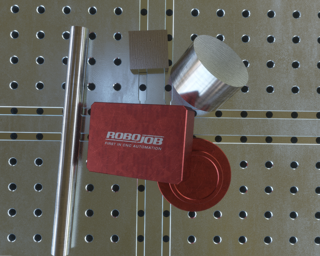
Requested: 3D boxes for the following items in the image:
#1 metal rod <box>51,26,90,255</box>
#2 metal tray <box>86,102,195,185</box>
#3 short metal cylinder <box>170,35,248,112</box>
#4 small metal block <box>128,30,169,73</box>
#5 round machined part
[{"bbox_3d":[-0.119,0.017,0.411,0.025,0.025,0.298,5,90,-1],"label":"metal rod"},{"bbox_3d":[-0.026,0.015,0.385,0.130,0.030,0.089,4,90,23],"label":"metal tray"},{"bbox_3d":[0.060,-0.067,0.381,0.080,0.080,0.050,43,133,0],"label":"short metal cylinder"},{"bbox_3d":[-0.015,-0.102,0.413,0.050,0.025,0.050,-2,90,-1],"label":"small metal block"},{"bbox_3d":[0.045,0.061,0.406,0.099,0.042,0.097,0,90,-1],"label":"round machined part"}]
